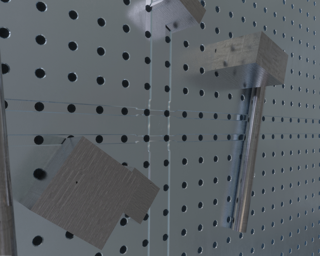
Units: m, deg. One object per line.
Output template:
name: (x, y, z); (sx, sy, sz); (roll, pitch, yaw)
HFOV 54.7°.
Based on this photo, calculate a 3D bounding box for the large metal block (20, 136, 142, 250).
large metal block: (-0.079, 0.065, 0.320); (0.080, 0.050, 0.080); (41, 65, -24)

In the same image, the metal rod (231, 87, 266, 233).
metal rod: (0.160, 0.027, 0.542); (0.025, 0.025, 0.299); (18, 79, -39)

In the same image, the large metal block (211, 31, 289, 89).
large metal block: (0.143, -0.104, 0.493); (0.080, 0.080, 0.050); (22, 76, -38)

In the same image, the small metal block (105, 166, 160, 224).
small metal block: (-0.035, 0.081, 0.380); (0.050, 0.025, 0.050); (46, 63, -31)

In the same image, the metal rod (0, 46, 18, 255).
metal rod: (-0.149, 0.059, 0.283); (0.025, 0.025, 0.298); (-6, 94, -40)

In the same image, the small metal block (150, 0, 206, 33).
small metal block: (0.024, -0.159, 0.412); (0.050, 0.050, 0.025); (39, 66, -33)
